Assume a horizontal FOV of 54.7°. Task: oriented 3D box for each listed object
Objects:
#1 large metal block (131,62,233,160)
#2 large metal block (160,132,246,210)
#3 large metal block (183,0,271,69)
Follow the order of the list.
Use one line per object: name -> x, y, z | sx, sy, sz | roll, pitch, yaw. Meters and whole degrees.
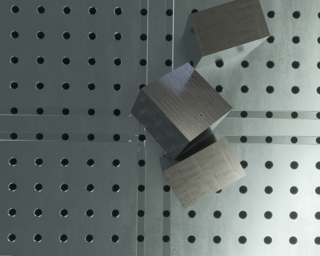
large metal block -> 0.026, -0.022, 0.376 | 0.081, 0.050, 0.080 | -35, 77, -33
large metal block -> 0.048, 0.048, 0.385 | 0.080, 0.080, 0.050 | -29, 95, 0
large metal block -> 0.078, -0.116, 0.387 | 0.080, 0.080, 0.050 | -17, 90, 0
